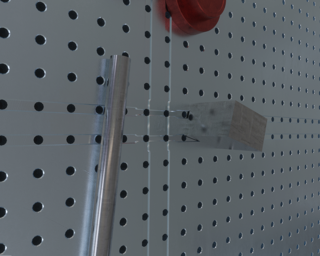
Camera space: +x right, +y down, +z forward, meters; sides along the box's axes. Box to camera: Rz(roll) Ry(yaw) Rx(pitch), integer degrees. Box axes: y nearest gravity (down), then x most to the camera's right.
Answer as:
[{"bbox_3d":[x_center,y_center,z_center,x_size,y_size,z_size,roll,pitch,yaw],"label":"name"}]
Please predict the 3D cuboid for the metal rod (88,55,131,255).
[{"bbox_3d":[-0.061,0.065,0.358,0.025,0.025,0.298,9,84,-40],"label":"metal rod"}]

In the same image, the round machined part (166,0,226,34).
[{"bbox_3d":[0.058,-0.189,0.447,0.099,0.042,0.097,0,90,-40],"label":"round machined part"}]

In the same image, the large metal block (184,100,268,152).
[{"bbox_3d":[0.097,-0.001,0.455,0.080,0.080,0.050,21,77,-38],"label":"large metal block"}]
